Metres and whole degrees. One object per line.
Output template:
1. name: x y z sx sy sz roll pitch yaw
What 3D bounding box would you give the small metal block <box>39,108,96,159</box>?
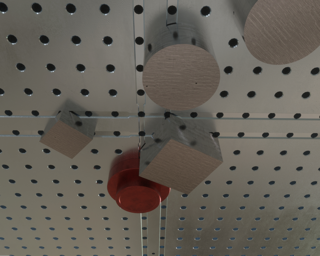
1. small metal block: -0.124 0.008 0.417 0.050 0.025 0.050 35 122 -26

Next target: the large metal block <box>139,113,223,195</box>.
1. large metal block: 0.027 0.038 0.428 0.080 0.050 0.080 25 126 -20

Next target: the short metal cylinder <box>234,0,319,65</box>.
1. short metal cylinder: 0.118 -0.110 0.304 0.081 0.050 0.079 0 130 0

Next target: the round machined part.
1. round machined part: -0.033 0.096 0.482 0.099 0.042 0.097 -1 130 0

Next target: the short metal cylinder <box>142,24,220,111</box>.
1. short metal cylinder: 0.022 -0.066 0.340 0.081 0.050 0.079 0 130 0
